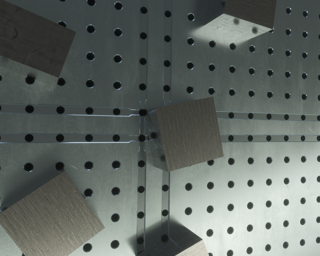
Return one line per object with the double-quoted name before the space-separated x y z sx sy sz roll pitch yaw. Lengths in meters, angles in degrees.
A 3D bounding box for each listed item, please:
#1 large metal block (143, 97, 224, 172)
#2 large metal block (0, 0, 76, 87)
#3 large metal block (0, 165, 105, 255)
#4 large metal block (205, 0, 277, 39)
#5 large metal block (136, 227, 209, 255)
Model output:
"large metal block" 0.031 0.006 0.412 0.081 0.050 0.079 -12 95 -20
"large metal block" -0.141 -0.086 0.331 0.080 0.080 0.050 20 83 -19
"large metal block" -0.123 0.101 0.354 0.080 0.050 0.080 -35 102 -17
"large metal block" 0.118 -0.183 0.444 0.081 0.050 0.080 9 87 -20
"large metal block" 0.025 0.194 0.410 0.081 0.050 0.080 -23 98 -19
